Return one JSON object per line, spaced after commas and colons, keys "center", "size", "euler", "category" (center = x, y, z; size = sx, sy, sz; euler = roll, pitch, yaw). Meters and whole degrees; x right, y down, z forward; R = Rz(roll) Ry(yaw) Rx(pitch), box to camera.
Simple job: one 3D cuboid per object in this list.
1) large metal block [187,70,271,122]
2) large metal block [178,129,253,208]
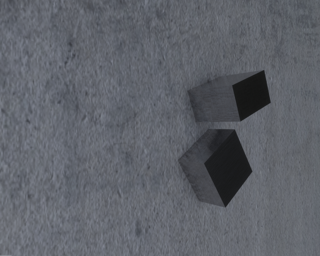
{"center": [0.102, -0.046, 0.457], "size": [0.081, 0.080, 0.050], "euler": [-27, 107, -37], "category": "large metal block"}
{"center": [0.084, 0.057, 0.462], "size": [0.080, 0.050, 0.080], "euler": [-42, 116, -32], "category": "large metal block"}
